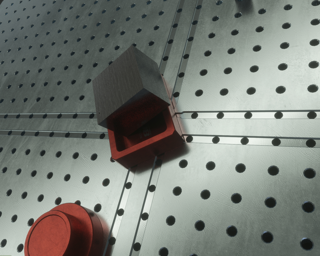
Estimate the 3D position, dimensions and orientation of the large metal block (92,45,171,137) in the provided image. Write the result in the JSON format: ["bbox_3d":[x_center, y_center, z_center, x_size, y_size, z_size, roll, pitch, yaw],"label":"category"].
[{"bbox_3d":[-0.041,-0.048,0.412,0.080,0.050,0.080,-35,50,25],"label":"large metal block"}]

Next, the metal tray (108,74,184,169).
[{"bbox_3d":[-0.028,-0.019,0.429,0.090,0.030,0.130,-25,53,12],"label":"metal tray"}]

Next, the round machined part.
[{"bbox_3d":[-0.123,0.138,0.375,0.098,0.042,0.098,-13,56,20],"label":"round machined part"}]
